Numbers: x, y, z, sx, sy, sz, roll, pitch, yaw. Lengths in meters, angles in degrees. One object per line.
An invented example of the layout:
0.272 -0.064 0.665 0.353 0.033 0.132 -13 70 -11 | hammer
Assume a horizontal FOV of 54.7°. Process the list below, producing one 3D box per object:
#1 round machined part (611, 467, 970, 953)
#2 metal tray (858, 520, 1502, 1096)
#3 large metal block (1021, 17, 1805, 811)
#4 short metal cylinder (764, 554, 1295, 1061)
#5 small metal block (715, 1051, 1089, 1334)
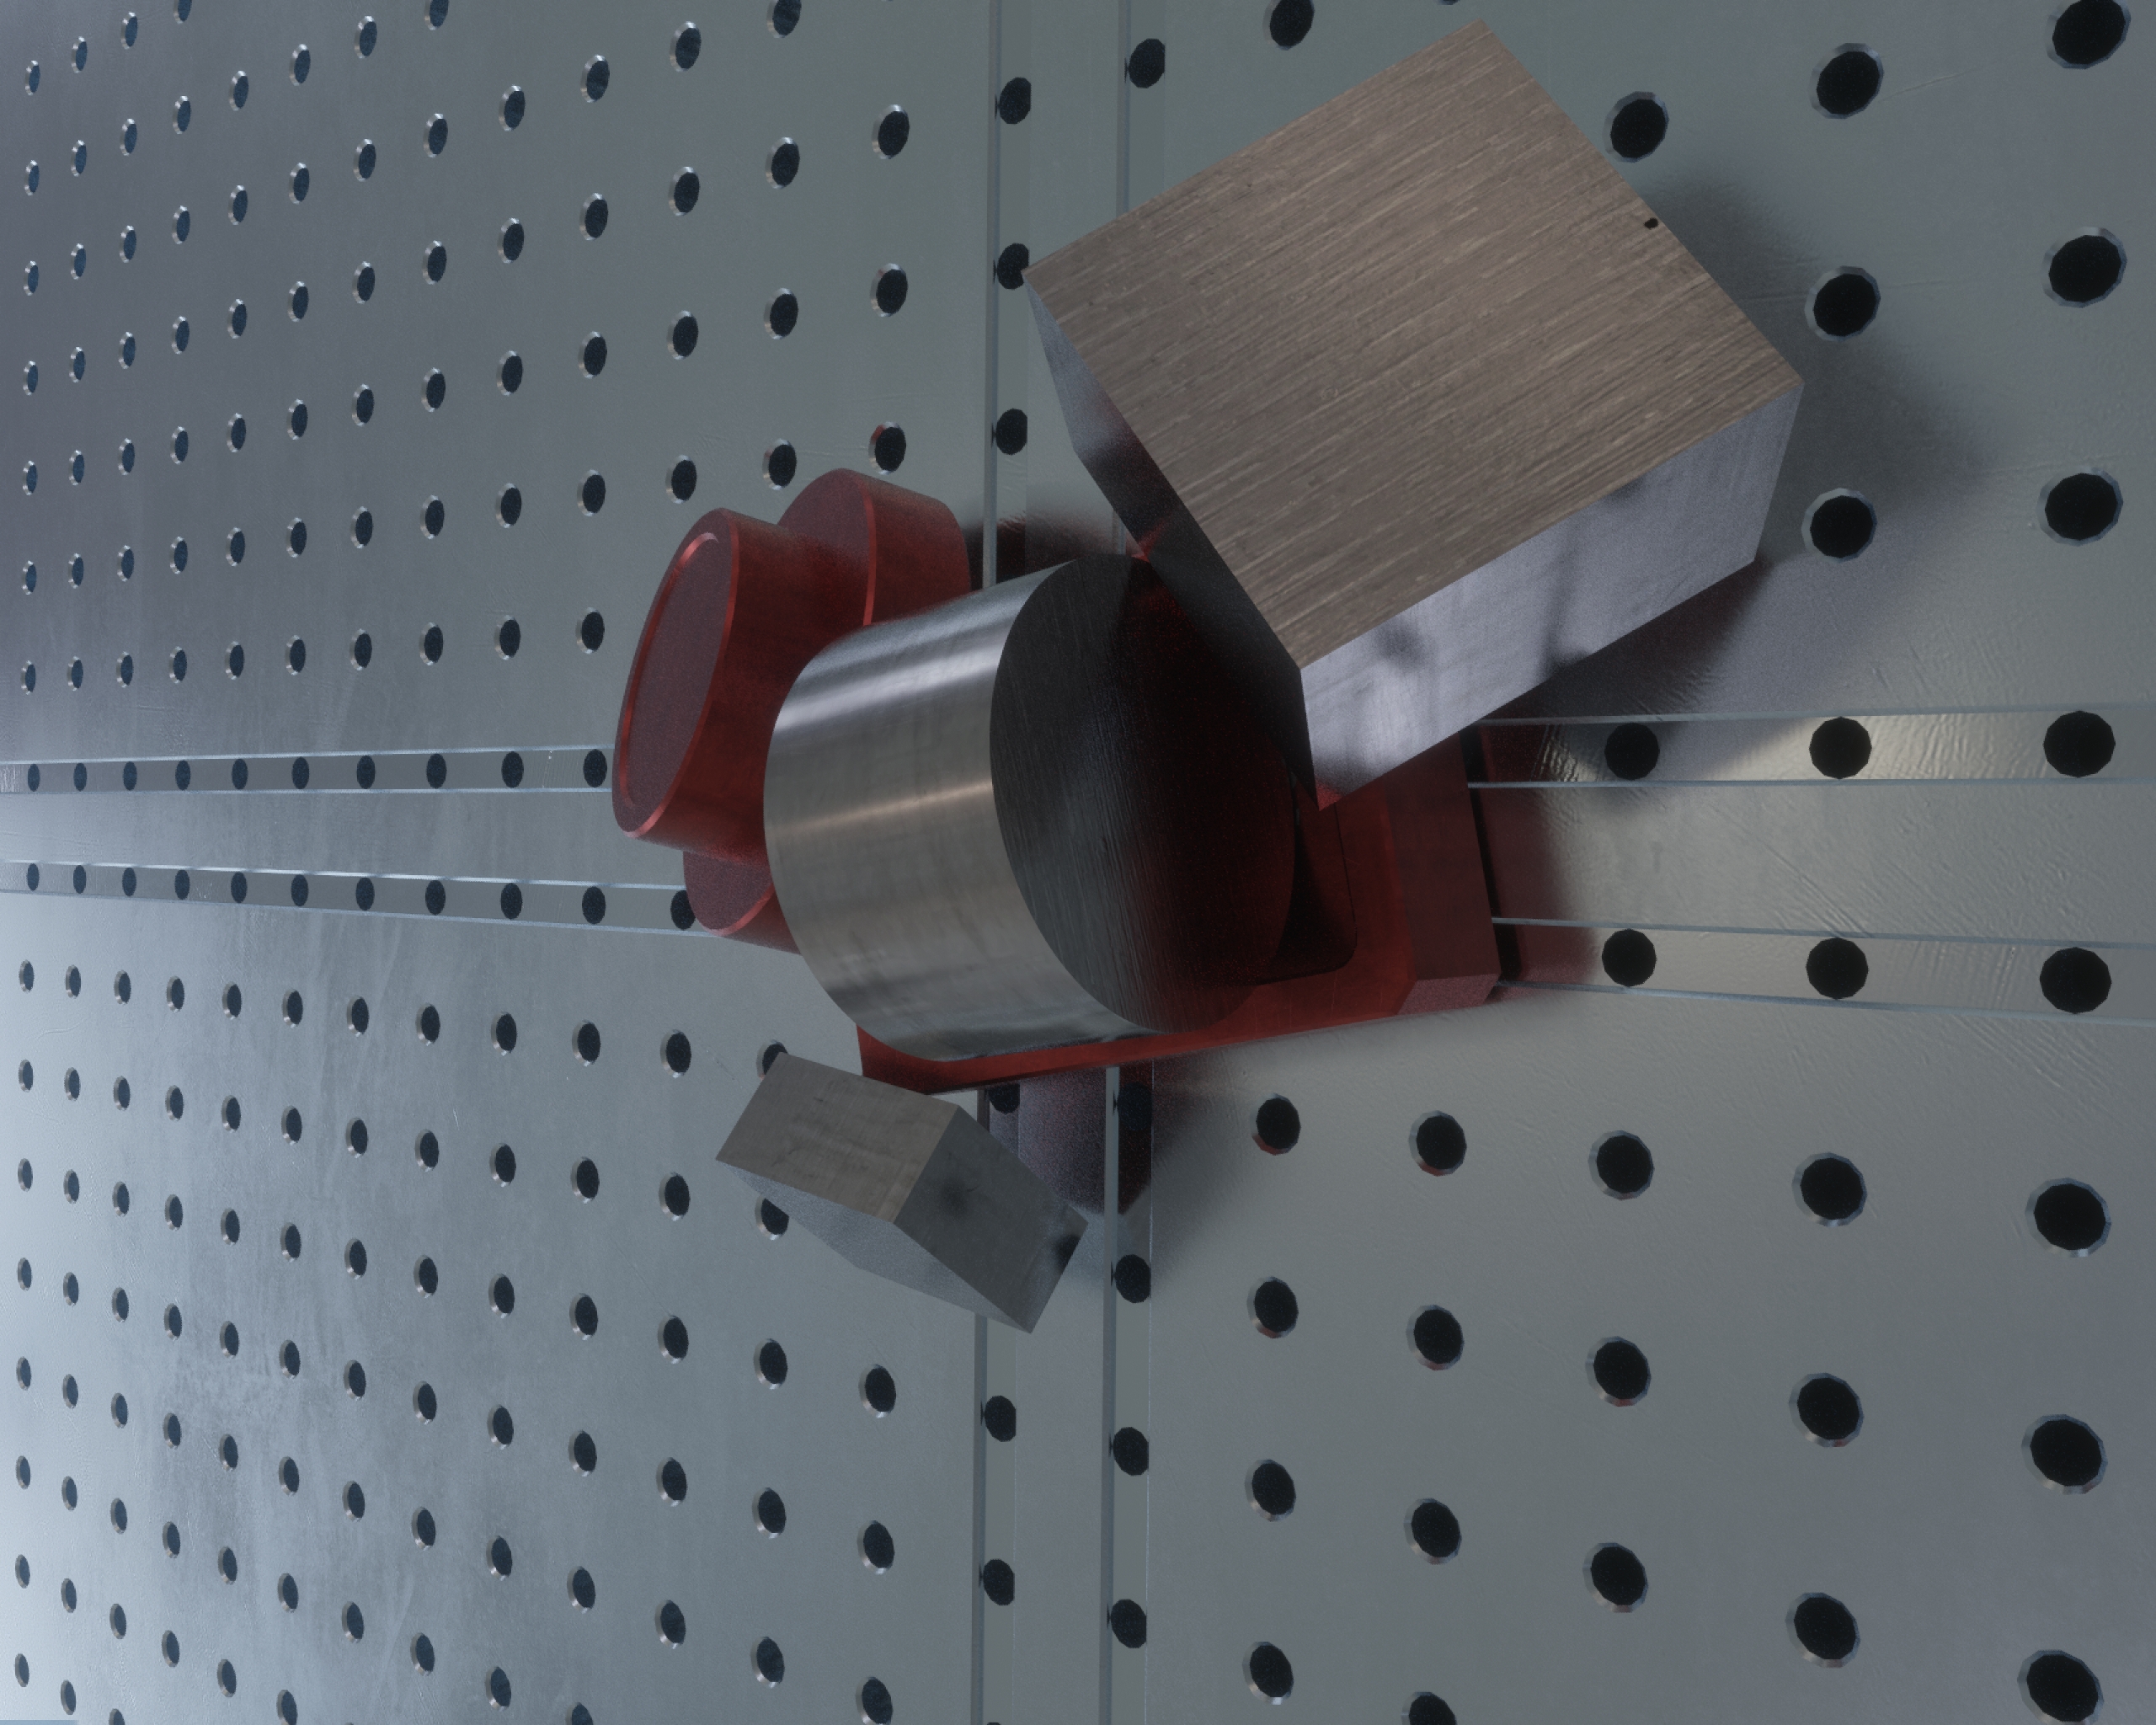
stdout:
-0.063 -0.033 0.420 0.098 0.042 0.098 -40 42 50 | round machined part
0.009 -0.007 0.395 0.130 0.030 0.090 -14 81 39 | metal tray
0.049 -0.068 0.322 0.080 0.050 0.080 -30 67 -3 | large metal block
-0.006 -0.008 0.358 0.050 0.081 0.080 -11 83 39 | short metal cylinder
-0.034 0.065 0.414 0.050 0.050 0.025 10 63 40 | small metal block
